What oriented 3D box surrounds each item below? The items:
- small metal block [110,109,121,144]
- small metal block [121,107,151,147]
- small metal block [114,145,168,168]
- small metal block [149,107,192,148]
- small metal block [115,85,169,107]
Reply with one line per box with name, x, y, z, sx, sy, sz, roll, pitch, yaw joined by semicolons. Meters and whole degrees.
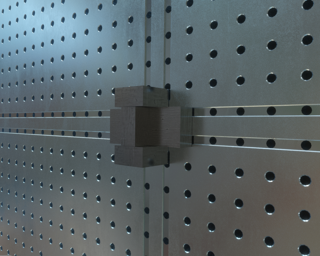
small metal block;-0.045;-0.002;0.444;0.050;0.025;0.050;1;91;39
small metal block;-0.024;-0.002;0.410;0.025;0.050;0.050;1;91;40
small metal block;-0.024;0.035;0.411;0.050;0.050;0.025;1;91;39
small metal block;0.013;-0.002;0.396;0.050;0.025;0.050;2;91;39
small metal block;-0.024;-0.040;0.410;0.050;0.050;0.025;1;91;39
